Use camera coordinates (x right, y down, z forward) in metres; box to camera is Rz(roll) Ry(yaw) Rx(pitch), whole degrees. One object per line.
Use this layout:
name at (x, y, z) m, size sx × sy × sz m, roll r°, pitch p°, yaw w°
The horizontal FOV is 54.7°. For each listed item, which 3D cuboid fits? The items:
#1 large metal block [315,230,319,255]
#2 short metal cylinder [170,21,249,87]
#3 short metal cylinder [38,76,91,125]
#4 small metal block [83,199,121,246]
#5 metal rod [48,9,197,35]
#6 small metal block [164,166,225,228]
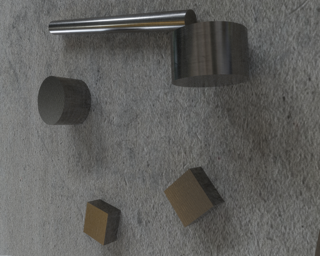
large metal block at (0.155, 0.116, 0.242) m, size 0.050 × 0.081 × 0.079 m, roll 12°, pitch 98°, yaw 39°
short metal cylinder at (0.052, -0.074, 0.327) m, size 0.080 × 0.081 × 0.050 m, roll -3°, pitch 89°, yaw 40°
short metal cylinder at (-0.162, -0.045, 0.522) m, size 0.080 × 0.050 × 0.080 m, roll 0°, pitch 90°, yaw 40°
small metal block at (-0.090, 0.145, 0.480) m, size 0.050 × 0.025 × 0.050 m, roll 15°, pitch 99°, yaw 39°
metal rod at (-0.077, -0.156, 0.468) m, size 0.300 × 0.025 × 0.025 m, roll 13°, pitch 98°, yaw 39°
small metal block at (0.040, 0.082, 0.372) m, size 0.050 × 0.025 × 0.050 m, roll -47°, pitch 62°, yaw 29°
